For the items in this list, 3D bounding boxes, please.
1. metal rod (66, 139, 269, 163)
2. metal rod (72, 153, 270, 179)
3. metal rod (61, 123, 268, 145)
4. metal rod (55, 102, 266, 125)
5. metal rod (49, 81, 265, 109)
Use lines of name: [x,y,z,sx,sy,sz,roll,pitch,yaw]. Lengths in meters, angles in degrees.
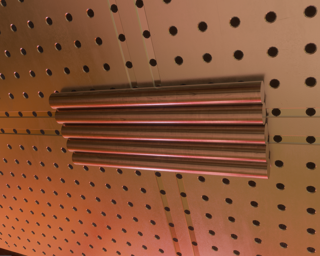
metal rod: [-0.008,0.027,0.431,0.301,0.025,0.025,1,119,27]
metal rod: [-0.003,0.048,0.441,0.300,0.025,0.025,0,119,27]
metal rod: [-0.013,0.005,0.420,0.301,0.025,0.025,1,119,27]
metal rod: [-0.019,-0.017,0.409,0.301,0.025,0.025,1,119,27]
metal rod: [-0.024,-0.039,0.398,0.301,0.025,0.025,1,119,27]
